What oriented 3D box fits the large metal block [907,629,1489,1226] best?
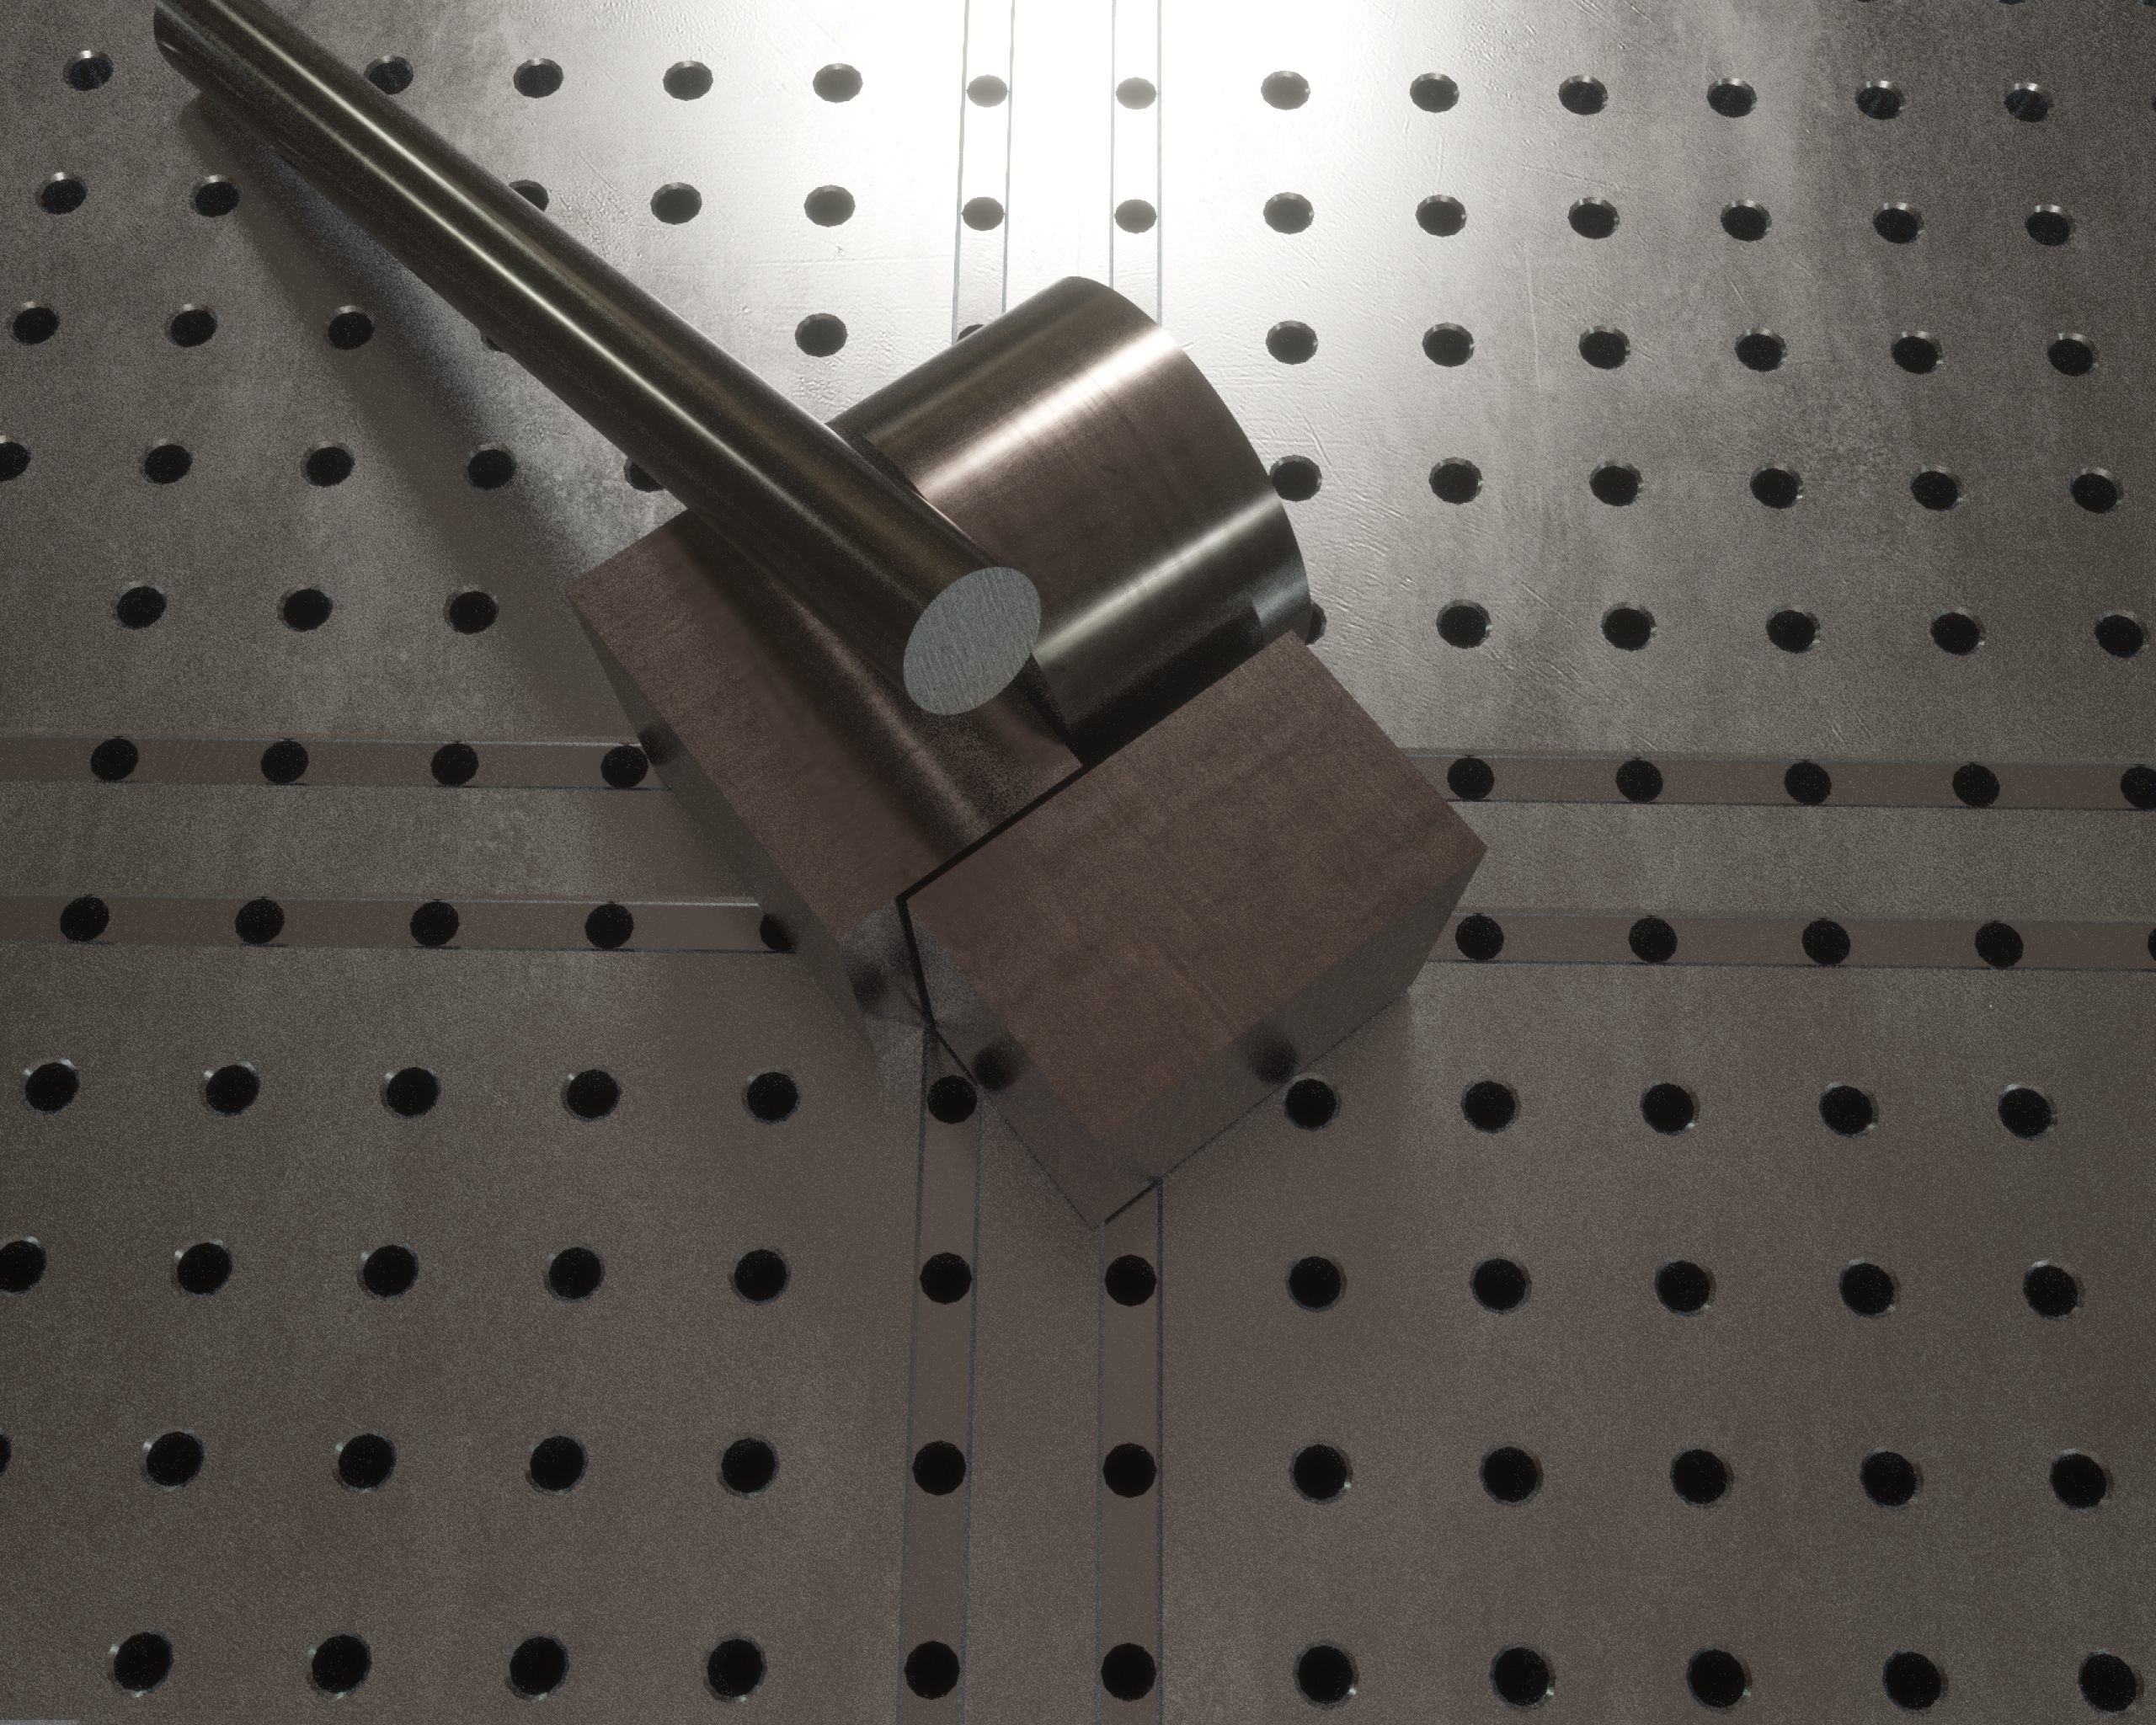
[{"bbox_3d":[0.020,0.015,0.375,0.080,0.080,0.050,-36,74,-12],"label":"large metal block"}]

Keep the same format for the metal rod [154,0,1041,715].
[{"bbox_3d":[-0.108,-0.113,0.396,0.025,0.025,0.300,-40,54,-13],"label":"metal rod"}]

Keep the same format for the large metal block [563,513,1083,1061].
[{"bbox_3d":[-0.044,-0.018,0.389,0.050,0.080,0.080,-36,74,-12],"label":"large metal block"}]

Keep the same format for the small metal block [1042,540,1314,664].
[{"bbox_3d":[0.012,-0.050,0.431,0.050,0.025,0.050,-40,75,-14],"label":"small metal block"}]

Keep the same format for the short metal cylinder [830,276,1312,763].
[{"bbox_3d":[-0.003,-0.057,0.376,0.050,0.080,0.080,-35,74,-12],"label":"short metal cylinder"}]
